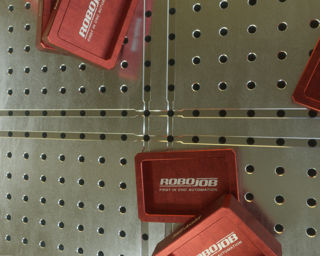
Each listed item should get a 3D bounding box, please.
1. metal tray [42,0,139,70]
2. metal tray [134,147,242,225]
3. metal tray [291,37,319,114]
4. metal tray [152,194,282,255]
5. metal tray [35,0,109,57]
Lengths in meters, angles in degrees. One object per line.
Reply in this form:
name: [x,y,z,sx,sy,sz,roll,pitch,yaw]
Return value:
metal tray: [-0.083,-0.151,0.397,0.030,0.090,0.130,15,85,56]
metal tray: [0.035,0.073,0.397,0.130,0.030,0.090,-4,89,20]
metal tray: [0.212,-0.072,0.334,0.090,0.030,0.129,25,98,18]
metal tray: [0.063,0.149,0.365,0.090,0.030,0.130,46,115,0]
metal tray: [-0.113,-0.163,0.418,0.030,0.091,0.129,7,93,56]
